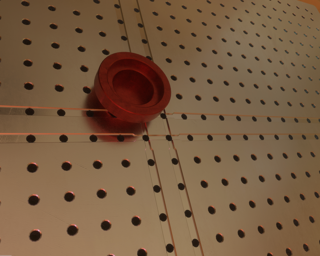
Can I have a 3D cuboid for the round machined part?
[{"bbox_3d":[-0.039,-0.049,0.408,0.099,0.042,0.098,14,56,-21],"label":"round machined part"}]
